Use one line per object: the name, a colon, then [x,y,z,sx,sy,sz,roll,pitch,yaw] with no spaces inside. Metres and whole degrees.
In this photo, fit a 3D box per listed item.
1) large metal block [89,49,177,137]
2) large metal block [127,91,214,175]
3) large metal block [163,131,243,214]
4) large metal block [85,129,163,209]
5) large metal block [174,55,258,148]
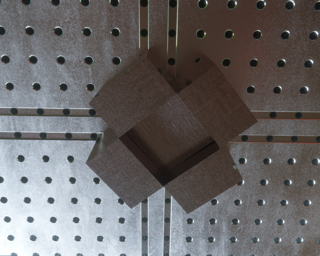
large metal block: [-0.029,-0.045,0.367,0.080,0.080,0.050,-37,106,12]
large metal block: [0.012,-0.002,0.398,0.080,0.050,0.080,-36,105,14]
large metal block: [0.051,0.051,0.404,0.080,0.080,0.050,-35,106,12]
large metal block: [-0.041,0.041,0.398,0.050,0.080,0.080,-37,107,12]
large metal block: [0.063,-0.035,0.372,0.050,0.080,0.080,-37,106,12]
